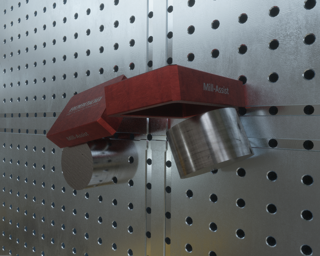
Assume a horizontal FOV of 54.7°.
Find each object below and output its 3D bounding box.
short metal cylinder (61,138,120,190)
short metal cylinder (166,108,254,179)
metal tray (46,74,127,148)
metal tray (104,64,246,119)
[{"bbox_3d":[-0.109,0.053,0.483,0.080,0.050,0.079,0,90,40],"label":"short metal cylinder"},{"bbox_3d":[0.052,0.018,0.330,0.080,0.081,0.050,-29,72,36],"label":"short metal cylinder"},{"bbox_3d":[-0.102,-0.022,0.457,0.130,0.030,0.090,-14,41,39],"label":"metal tray"},{"bbox_3d":[0.020,-0.032,0.325,0.090,0.131,0.030,-10,84,39],"label":"metal tray"}]
